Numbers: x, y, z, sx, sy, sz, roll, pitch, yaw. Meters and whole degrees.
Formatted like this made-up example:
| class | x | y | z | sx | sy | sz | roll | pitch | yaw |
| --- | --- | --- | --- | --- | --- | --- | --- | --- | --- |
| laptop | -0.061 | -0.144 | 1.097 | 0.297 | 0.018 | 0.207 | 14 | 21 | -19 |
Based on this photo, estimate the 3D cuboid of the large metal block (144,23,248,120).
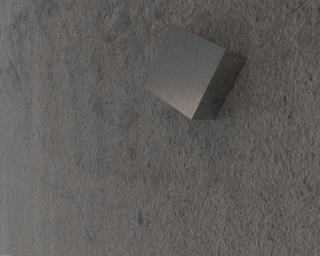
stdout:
| class | x | y | z | sx | sy | sz | roll | pitch | yaw |
| --- | --- | --- | --- | --- | --- | --- | --- | --- | --- |
| large metal block | 0.039 | -0.064 | 0.358 | 0.080 | 0.050 | 0.080 | 38 | 113 | 33 |
